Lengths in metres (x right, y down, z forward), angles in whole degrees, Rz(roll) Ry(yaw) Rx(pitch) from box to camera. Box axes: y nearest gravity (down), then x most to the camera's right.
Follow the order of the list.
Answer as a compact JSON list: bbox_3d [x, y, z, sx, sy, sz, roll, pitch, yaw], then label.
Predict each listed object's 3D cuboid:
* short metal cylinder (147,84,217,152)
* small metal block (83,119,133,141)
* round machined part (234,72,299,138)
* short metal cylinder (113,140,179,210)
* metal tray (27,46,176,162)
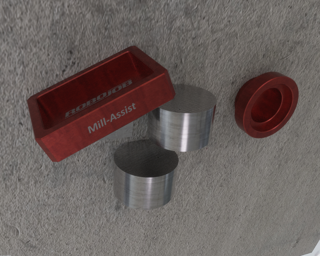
[{"bbox_3d":[0.025,-0.015,0.376,0.081,0.080,0.050,-11,123,-23],"label":"short metal cylinder"},{"bbox_3d":[-0.063,-0.010,0.350,0.050,0.050,0.025,-6,121,-25],"label":"small metal block"},{"bbox_3d":[0.150,-0.037,0.455,0.099,0.042,0.097,-14,124,-21],"label":"round machined part"},{"bbox_3d":[-0.019,0.058,0.397,0.081,0.080,0.050,-9,122,-24],"label":"short metal cylinder"},{"bbox_3d":[-0.062,-0.031,0.312,0.131,0.090,0.030,-30,128,-10],"label":"metal tray"}]
